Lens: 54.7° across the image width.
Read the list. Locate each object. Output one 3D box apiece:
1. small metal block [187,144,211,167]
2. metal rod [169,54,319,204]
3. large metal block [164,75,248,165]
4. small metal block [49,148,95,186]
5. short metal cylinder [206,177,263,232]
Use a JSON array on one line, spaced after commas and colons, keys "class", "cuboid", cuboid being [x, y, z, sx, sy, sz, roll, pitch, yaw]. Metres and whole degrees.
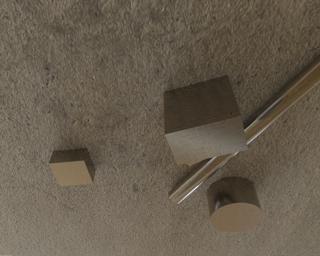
[{"class": "small metal block", "cuboid": [0.047, 0.020, 0.425, 0.050, 0.025, 0.050, -29, 125, 21]}, {"class": "metal rod", "cuboid": [0.108, 0.017, 0.423, 0.025, 0.025, 0.298, 27, 125, -22]}, {"class": "large metal block", "cuboid": [0.051, -0.011, 0.363, 0.080, 0.080, 0.050, -14, 129, 11]}, {"class": "small metal block", "cuboid": [-0.127, 0.058, 0.455, 0.050, 0.025, 0.050, -5, 130, 4]}, {"class": "short metal cylinder", "cuboid": [0.118, 0.124, 0.498, 0.081, 0.050, 0.079, 0, 130, 0]}]
